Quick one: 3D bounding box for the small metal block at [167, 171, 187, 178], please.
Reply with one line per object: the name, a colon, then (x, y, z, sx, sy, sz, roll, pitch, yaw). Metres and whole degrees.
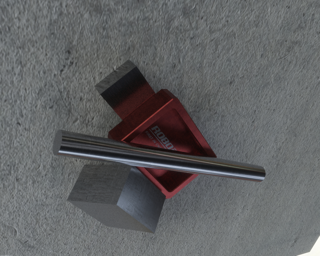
small metal block: (0.033, 0.053, 0.461, 0.050, 0.025, 0.050, -44, 130, 2)

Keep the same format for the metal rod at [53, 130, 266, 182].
metal rod: (0.025, 0.041, 0.378, 0.302, 0.025, 0.025, 13, 112, -34)

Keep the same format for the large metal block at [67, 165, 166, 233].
large metal block: (-0.052, 0.088, 0.389, 0.080, 0.080, 0.050, 51, 47, -40)

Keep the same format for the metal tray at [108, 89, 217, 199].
metal tray: (0.008, 0.025, 0.393, 0.090, 0.030, 0.130, -40, 130, -2)

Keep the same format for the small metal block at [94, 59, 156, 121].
small metal block: (-0.039, -0.043, 0.362, 0.050, 0.025, 0.050, -39, 130, -2)
